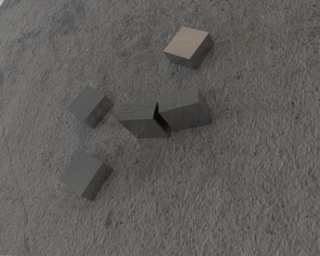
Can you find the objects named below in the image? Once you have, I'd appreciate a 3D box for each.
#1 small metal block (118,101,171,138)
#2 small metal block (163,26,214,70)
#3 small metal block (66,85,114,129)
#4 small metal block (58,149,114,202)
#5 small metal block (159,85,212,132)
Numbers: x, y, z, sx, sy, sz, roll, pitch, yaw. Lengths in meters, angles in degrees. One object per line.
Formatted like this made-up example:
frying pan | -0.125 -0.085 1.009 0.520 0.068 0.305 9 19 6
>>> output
small metal block | -0.018 -0.009 0.403 0.050 0.050 0.025 -2 61 27
small metal block | 0.042 -0.118 0.454 0.050 0.025 0.050 28 77 37
small metal block | -0.108 -0.033 0.481 0.050 0.025 0.050 30 78 37
small metal block | -0.100 0.063 0.418 0.050 0.025 0.050 23 74 36
small metal block | 0.032 -0.022 0.385 0.050 0.050 0.025 -13 56 21
